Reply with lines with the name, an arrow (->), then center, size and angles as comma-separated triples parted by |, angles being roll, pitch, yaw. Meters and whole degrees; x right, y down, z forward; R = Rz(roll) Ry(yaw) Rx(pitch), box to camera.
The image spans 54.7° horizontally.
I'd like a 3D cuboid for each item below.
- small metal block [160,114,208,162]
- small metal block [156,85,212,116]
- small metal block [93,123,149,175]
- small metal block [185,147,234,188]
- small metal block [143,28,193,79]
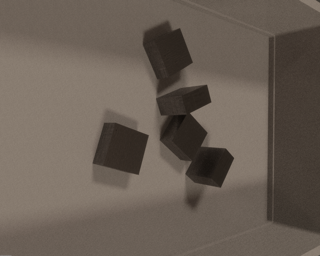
small metal block -> 0.034, 0.012, 0.438 | 0.050, 0.025, 0.050 | 45, 63, -31
small metal block -> 0.032, -0.037, 0.419 | 0.050, 0.050, 0.025 | -27, 107, -37
small metal block -> -0.046, 0.025, 0.370 | 0.050, 0.025, 0.050 | 23, 76, -38
small metal block -> 0.073, 0.056, 0.454 | 0.025, 0.050, 0.050 | 46, 63, -31
small metal block -> 0.012, -0.100, 0.418 | 0.050, 0.025, 0.050 | -37, 113, -34
